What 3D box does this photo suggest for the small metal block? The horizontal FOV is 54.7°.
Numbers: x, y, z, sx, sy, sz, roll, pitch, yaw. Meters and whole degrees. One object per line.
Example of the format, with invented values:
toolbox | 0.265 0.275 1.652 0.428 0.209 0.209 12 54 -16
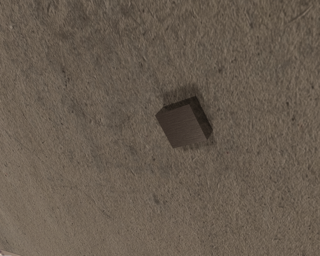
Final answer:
small metal block | 0.030 -0.006 0.386 0.050 0.025 0.050 -17 110 34
